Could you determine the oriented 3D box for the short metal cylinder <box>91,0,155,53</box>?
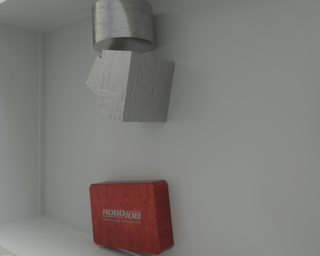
[{"bbox_3d":[-0.048,-0.131,0.409,0.080,0.081,0.050,-5,87,39],"label":"short metal cylinder"}]

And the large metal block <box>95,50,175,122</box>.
[{"bbox_3d":[-0.030,-0.051,0.394,0.050,0.081,0.079,14,99,39],"label":"large metal block"}]

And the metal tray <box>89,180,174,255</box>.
[{"bbox_3d":[-0.045,0.122,0.438,0.130,0.030,0.089,-10,84,39],"label":"metal tray"}]

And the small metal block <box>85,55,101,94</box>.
[{"bbox_3d":[-0.082,-0.075,0.472,0.050,0.025,0.050,44,116,31],"label":"small metal block"}]
